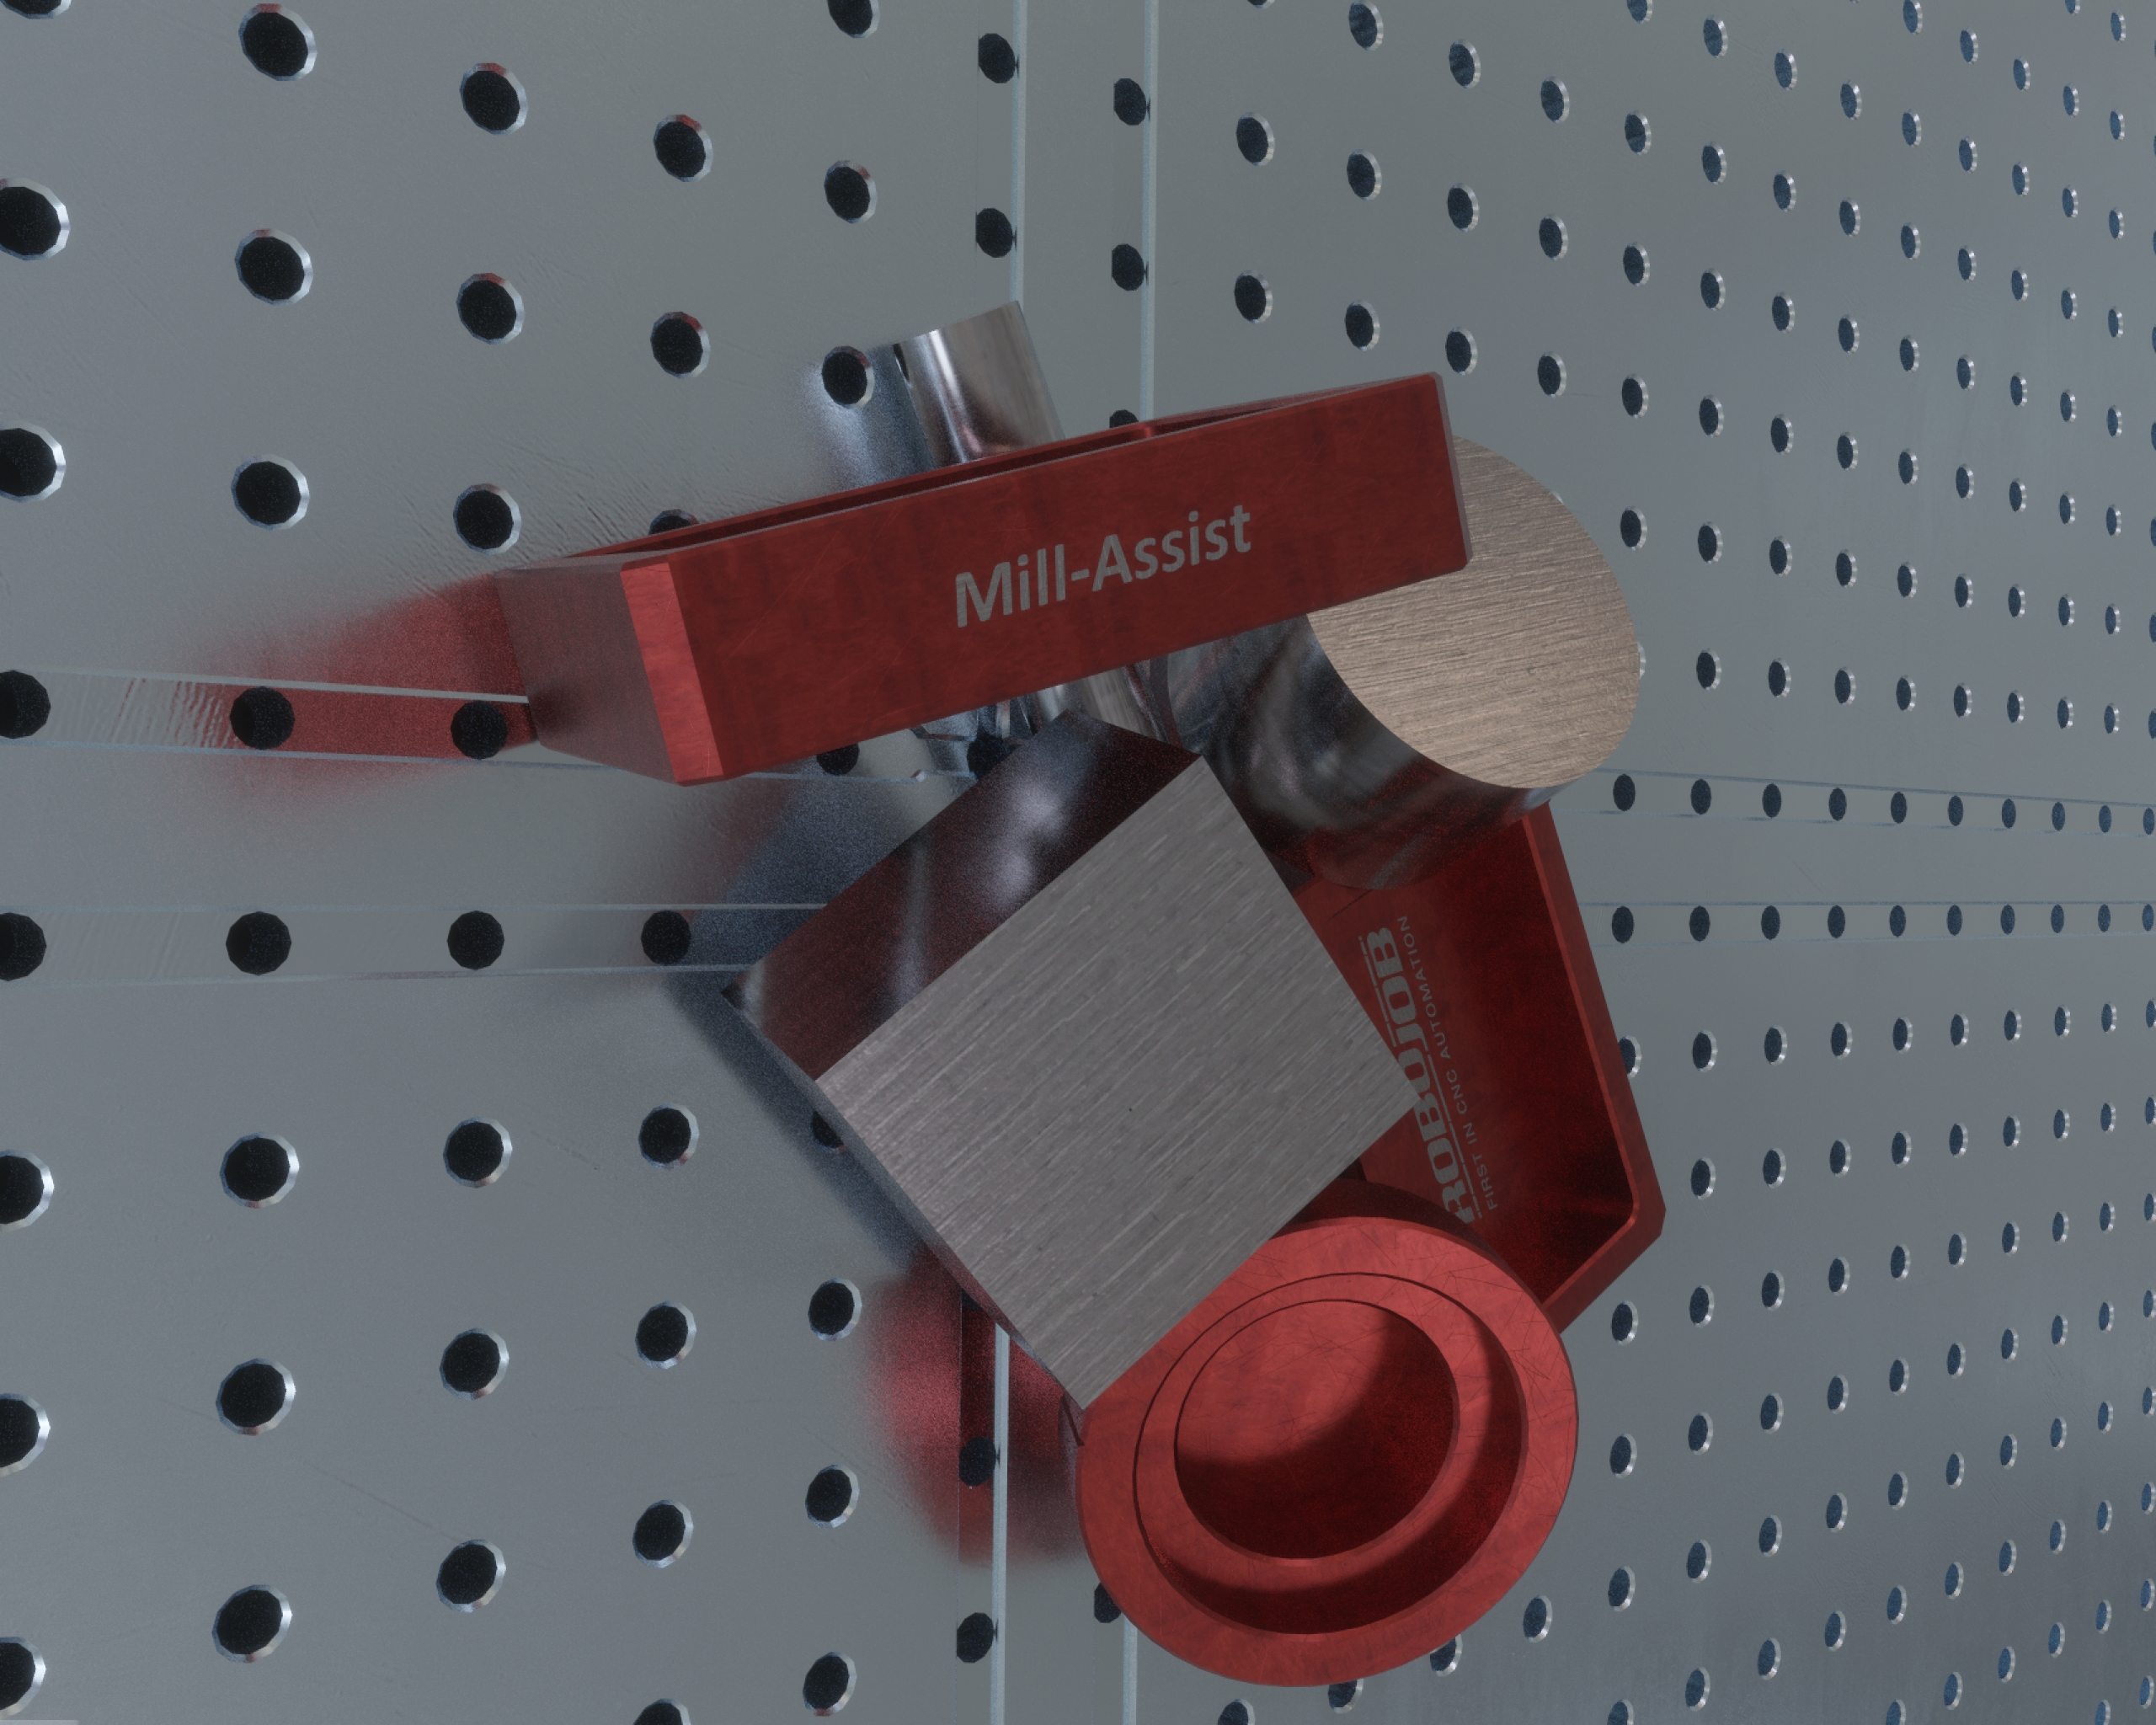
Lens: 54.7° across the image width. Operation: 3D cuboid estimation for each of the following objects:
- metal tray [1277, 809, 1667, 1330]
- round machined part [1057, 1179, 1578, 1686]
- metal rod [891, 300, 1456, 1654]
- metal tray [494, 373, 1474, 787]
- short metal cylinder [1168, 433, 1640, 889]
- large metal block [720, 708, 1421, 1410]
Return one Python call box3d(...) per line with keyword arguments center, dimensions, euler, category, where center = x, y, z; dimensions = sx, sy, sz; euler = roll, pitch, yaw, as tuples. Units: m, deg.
box3d(center=(0.082, 0.048, 0.470), dimensions=(0.091, 0.030, 0.129), euler=(-32, 110, -36), category="metal tray")
box3d(center=(0.044, 0.108, 0.413), dimensions=(0.099, 0.042, 0.097), euler=(-3, 104, -10), category="round machined part")
box3d(center=(0.026, 0.035, 0.426), dimensions=(0.025, 0.025, 0.298), euler=(-32, 110, -36), category="metal rod")
box3d(center=(-0.016, -0.047, 0.330), dimensions=(0.131, 0.090, 0.030), euler=(-18, 104, -24), category="metal tray")
box3d(center=(0.066, -0.041, 0.424), dimensions=(0.081, 0.050, 0.080), euler=(12, 62, -23), category="short metal cylinder")
box3d(center=(-0.001, 0.032, 0.364), dimensions=(0.080, 0.050, 0.080), euler=(-40, 117, -13), category="large metal block")
